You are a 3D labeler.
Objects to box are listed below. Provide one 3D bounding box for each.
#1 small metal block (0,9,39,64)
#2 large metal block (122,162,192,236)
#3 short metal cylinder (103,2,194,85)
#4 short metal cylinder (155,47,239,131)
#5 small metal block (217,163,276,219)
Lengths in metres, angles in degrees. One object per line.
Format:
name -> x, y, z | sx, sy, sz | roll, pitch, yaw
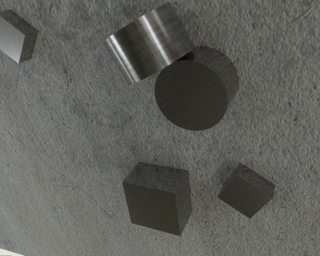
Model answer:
small metal block -> -0.204, -0.128, 0.435 | 0.050, 0.025, 0.050 | 38, 129, 2
large metal block -> -0.001, 0.102, 0.455 | 0.080, 0.050, 0.079 | 7, 122, 24
short metal cylinder -> -0.011, -0.087, 0.324 | 0.080, 0.080, 0.050 | -20, 108, 35
short metal cylinder -> 0.041, -0.044, 0.342 | 0.080, 0.050, 0.079 | 13, 124, 21
small metal block -> 0.111, 0.081, 0.399 | 0.050, 0.025, 0.050 | 33, 129, 6
